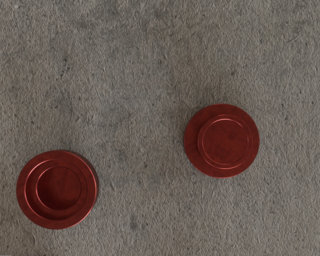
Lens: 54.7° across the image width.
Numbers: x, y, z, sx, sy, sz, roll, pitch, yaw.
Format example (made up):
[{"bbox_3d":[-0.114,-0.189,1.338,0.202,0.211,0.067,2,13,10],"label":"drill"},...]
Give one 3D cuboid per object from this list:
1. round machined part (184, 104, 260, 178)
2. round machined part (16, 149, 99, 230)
[{"bbox_3d":[0.081,0.017,0.402,0.099,0.042,0.097,0,90,0],"label":"round machined part"},{"bbox_3d":[-0.127,0.076,0.400,0.099,0.042,0.097,0,90,0],"label":"round machined part"}]
